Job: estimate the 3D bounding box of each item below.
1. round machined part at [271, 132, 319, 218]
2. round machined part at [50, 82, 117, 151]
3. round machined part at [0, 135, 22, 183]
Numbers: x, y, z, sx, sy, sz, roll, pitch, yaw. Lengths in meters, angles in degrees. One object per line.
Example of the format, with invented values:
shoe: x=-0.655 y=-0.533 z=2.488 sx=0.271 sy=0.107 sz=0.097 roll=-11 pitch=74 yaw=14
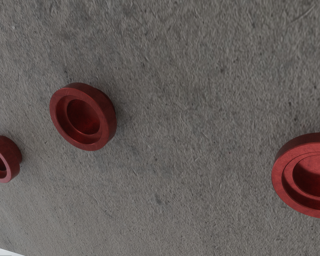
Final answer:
round machined part: x=0.174 y=0.046 z=0.333 sx=0.098 sy=0.042 sz=0.097 roll=13 pitch=124 yaw=21
round machined part: x=-0.103 y=-0.019 z=0.438 sx=0.098 sy=0.042 sz=0.097 roll=13 pitch=124 yaw=21
round machined part: x=-0.305 y=0.053 z=0.590 sx=0.098 sy=0.042 sz=0.097 roll=13 pitch=124 yaw=21
